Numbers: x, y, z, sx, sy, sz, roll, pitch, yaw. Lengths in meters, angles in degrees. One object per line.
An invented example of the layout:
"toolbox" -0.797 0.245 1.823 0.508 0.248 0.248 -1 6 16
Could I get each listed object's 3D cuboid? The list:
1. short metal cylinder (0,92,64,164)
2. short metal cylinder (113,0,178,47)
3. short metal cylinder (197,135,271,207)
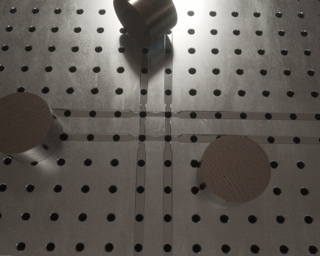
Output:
"short metal cylinder" -0.171 0.001 0.396 0.081 0.050 0.080 0 70 -1
"short metal cylinder" -0.021 -0.164 0.442 0.050 0.080 0.080 -42 76 -14
"short metal cylinder" 0.087 0.054 0.380 0.081 0.050 0.080 0 70 -1
